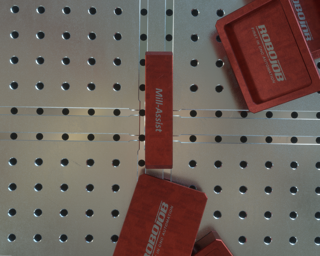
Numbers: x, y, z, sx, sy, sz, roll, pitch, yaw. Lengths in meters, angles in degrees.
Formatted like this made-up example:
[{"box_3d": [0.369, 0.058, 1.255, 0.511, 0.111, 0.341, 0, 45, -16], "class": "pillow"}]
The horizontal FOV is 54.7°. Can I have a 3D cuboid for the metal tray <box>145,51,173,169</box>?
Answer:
[{"box_3d": [-0.001, -0.020, 0.380, 0.030, 0.090, 0.129, 0, 90, 0], "class": "metal tray"}]

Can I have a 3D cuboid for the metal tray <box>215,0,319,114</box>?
[{"box_3d": [0.136, -0.094, 0.391, 0.090, 0.030, 0.129, -21, 90, 31], "class": "metal tray"}]

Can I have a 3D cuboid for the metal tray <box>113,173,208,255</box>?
[{"box_3d": [0.000, 0.132, 0.393, 0.090, 0.030, 0.130, 17, 81, 11], "class": "metal tray"}]

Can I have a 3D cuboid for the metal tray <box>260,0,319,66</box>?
[{"box_3d": [0.185, -0.152, 0.413, 0.090, 0.030, 0.129, -21, 90, -1], "class": "metal tray"}]

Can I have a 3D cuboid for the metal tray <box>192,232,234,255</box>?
[{"box_3d": [0.049, 0.214, 0.411, 0.130, 0.030, 0.090, -36, 90, -1], "class": "metal tray"}]
